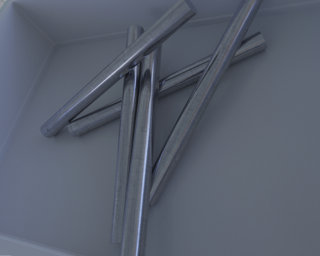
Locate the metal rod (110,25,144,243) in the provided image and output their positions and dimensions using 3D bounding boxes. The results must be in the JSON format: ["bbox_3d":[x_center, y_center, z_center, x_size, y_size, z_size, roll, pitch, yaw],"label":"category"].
[{"bbox_3d":[-0.040,-0.008,0.406,0.025,0.025,0.299,-9,65,23],"label":"metal rod"}]

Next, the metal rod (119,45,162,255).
[{"bbox_3d":[-0.018,0.002,0.379,0.025,0.025,0.300,-10,57,23],"label":"metal rod"}]

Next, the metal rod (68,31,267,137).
[{"bbox_3d":[0.001,-0.056,0.439,0.300,0.025,0.025,-24,53,13],"label":"metal rod"}]

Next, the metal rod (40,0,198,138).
[{"bbox_3d":[-0.073,-0.068,0.427,0.299,0.025,0.025,-34,49,29],"label":"metal rod"}]

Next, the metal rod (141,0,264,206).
[{"bbox_3d":[0.054,-0.045,0.382,0.025,0.025,0.299,23,81,36],"label":"metal rod"}]
